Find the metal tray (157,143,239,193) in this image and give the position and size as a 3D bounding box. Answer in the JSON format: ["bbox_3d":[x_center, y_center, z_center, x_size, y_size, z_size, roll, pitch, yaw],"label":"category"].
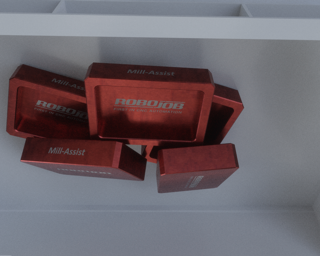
[{"bbox_3d":[0.042,0.058,0.411,0.091,0.030,0.130,-5,159,-4],"label":"metal tray"}]

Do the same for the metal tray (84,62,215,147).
[{"bbox_3d":[-0.012,-0.023,0.344,0.131,0.030,0.089,3,130,-3],"label":"metal tray"}]

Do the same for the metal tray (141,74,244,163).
[{"bbox_3d":[0.037,-0.001,0.403,0.091,0.030,0.129,15,129,-13],"label":"metal tray"}]

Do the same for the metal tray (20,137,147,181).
[{"bbox_3d":[-0.093,0.041,0.392,0.130,0.030,0.090,1,162,19],"label":"metal tray"}]

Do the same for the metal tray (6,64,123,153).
[{"bbox_3d":[-0.116,-0.017,0.385,0.131,0.030,0.089,15,129,-13],"label":"metal tray"}]
